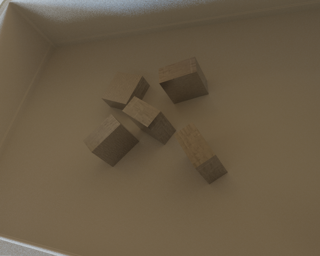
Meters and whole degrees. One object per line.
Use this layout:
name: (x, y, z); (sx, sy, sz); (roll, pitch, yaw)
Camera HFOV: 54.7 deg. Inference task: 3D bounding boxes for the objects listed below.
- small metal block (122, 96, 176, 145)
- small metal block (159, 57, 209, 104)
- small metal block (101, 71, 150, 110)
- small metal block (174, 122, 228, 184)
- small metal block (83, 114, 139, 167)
small metal block: (-0.013, -0.009, 0.401); (0.050, 0.050, 0.025); (32, 80, 37)
small metal block: (0.032, -0.061, 0.410); (0.050, 0.050, 0.025); (-15, 56, 19)
small metal block: (-0.051, -0.054, 0.464); (0.050, 0.025, 0.050); (16, 70, 34)
small metal block: (0.046, 0.029, 0.347); (0.025, 0.050, 0.050); (-35, 52, 5)
small metal block: (-0.064, 0.017, 0.411); (0.050, 0.050, 0.025); (-45, 51, -3)
